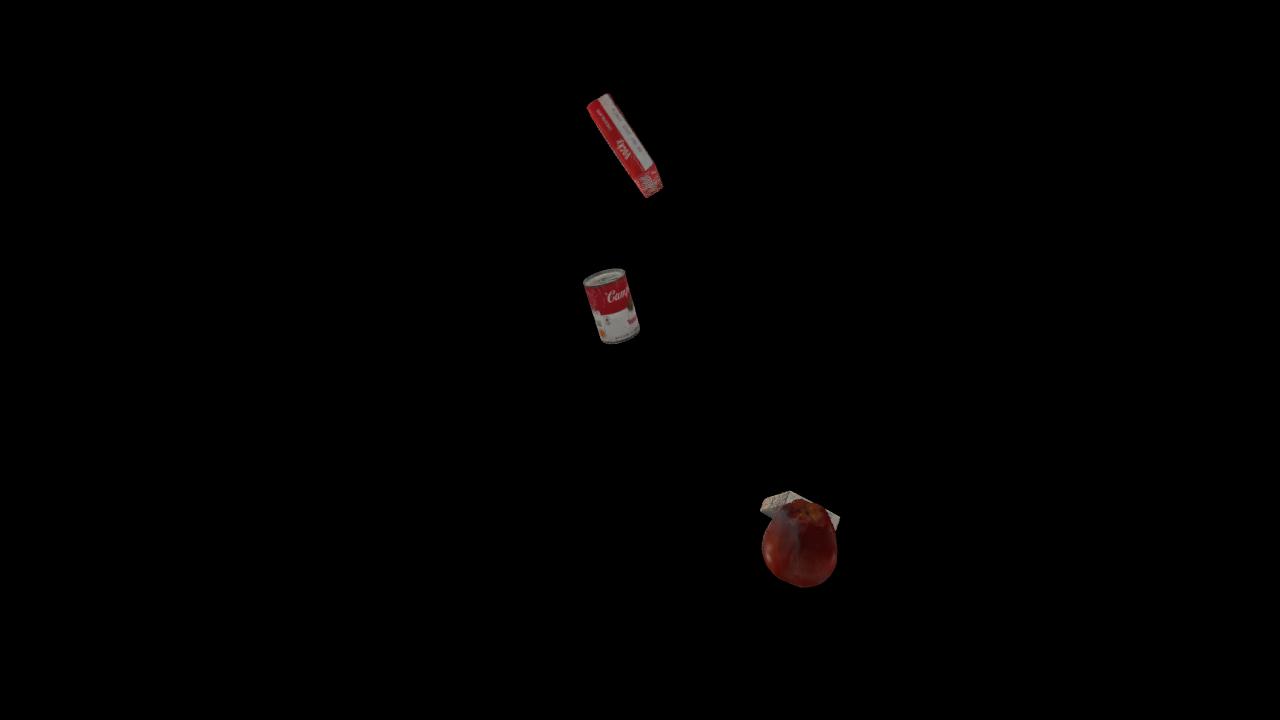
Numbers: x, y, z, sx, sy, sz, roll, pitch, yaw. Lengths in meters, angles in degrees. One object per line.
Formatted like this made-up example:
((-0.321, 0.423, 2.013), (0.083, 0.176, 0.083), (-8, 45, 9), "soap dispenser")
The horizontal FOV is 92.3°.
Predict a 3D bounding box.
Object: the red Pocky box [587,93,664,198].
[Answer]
((-0.011, -0.218, 0.645), (0.028, 0.083, 0.155), (-34, 4, 9), "red Pocky box")

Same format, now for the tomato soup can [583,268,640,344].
((-0.043, -0.083, 0.958), (0.068, 0.101, 0.068), (-12, 26, 6), "tomato soup can")

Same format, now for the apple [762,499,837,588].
((0.169, 0.194, 0.648), (0.079, 0.093, 0.079), (5, 26, -2), "apple")

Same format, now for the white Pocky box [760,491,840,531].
((0.245, 0.239, 0.956), (0.084, 0.028, 0.154), (26, -16, 5), "white Pocky box")
